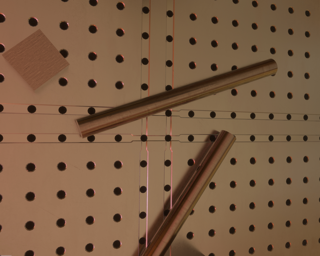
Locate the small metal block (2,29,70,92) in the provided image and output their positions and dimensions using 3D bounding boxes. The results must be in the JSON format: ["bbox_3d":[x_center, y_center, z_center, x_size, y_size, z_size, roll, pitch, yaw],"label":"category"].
[{"bbox_3d":[-0.143,-0.077,0.360,0.050,0.025,0.050,-42,104,-15],"label":"small metal block"}]

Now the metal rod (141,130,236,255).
[{"bbox_3d":[0.016,0.131,0.418,0.025,0.025,0.300,38,78,-16],"label":"metal rod"}]

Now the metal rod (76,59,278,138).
[{"bbox_3d":[0.037,-0.046,0.425,0.302,0.025,0.025,-19,97,-19],"label":"metal rod"}]
